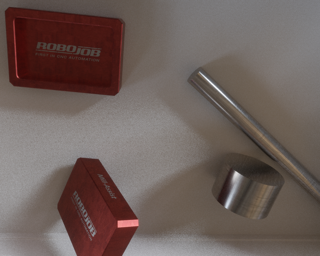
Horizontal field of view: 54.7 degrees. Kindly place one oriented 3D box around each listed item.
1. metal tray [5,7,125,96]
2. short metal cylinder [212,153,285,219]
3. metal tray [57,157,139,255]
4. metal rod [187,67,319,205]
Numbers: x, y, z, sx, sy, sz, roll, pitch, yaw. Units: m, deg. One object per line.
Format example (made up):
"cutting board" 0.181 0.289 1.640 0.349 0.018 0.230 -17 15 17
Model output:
"metal tray" -0.111 -0.091 0.373 0.131 0.030 0.089 5 110 -3
"short metal cylinder" 0.116 0.075 0.411 0.080 0.080 0.050 16 109 -6
"metal tray" -0.085 0.110 0.397 0.030 0.130 0.089 12 113 -41
"metal rod" 0.154 0.028 0.423 0.300 0.025 0.025 41 105 -14
